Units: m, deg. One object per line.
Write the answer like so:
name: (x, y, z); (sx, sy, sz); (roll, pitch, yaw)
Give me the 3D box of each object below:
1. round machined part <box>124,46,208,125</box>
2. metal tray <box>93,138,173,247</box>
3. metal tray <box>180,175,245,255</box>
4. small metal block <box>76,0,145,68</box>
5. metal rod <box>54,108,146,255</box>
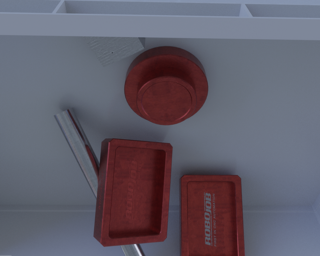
round machined part: (0.007, -0.042, 0.363); (0.099, 0.042, 0.097); (-1, 130, 0)
metal tray: (-0.033, 0.081, 0.404); (0.091, 0.129, 0.030); (7, 174, -28)
metal tray: (0.076, 0.136, 0.463); (0.091, 0.129, 0.030); (1, 168, -1)
small metal block: (-0.050, -0.099, 0.324); (0.050, 0.025, 0.050); (-21, 127, 16)
metal rod: (-0.063, 0.113, 0.418); (0.025, 0.025, 0.299); (-21, 100, 16)
